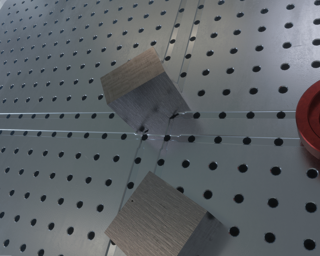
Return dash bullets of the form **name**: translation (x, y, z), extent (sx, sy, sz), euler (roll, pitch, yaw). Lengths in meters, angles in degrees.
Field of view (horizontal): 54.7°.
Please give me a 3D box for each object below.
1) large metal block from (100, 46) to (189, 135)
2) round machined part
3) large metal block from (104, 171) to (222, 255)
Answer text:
- **large metal block**: translation (-0.019, -0.047, 0.412), extent (0.080, 0.080, 0.050), euler (-29, 52, 10)
- **round machined part**: translation (0.187, -0.004, 0.302), extent (0.098, 0.042, 0.098), euler (-13, 56, 21)
- **large metal block**: translation (0.003, 0.105, 0.326), extent (0.080, 0.050, 0.080), euler (29, 78, 37)
